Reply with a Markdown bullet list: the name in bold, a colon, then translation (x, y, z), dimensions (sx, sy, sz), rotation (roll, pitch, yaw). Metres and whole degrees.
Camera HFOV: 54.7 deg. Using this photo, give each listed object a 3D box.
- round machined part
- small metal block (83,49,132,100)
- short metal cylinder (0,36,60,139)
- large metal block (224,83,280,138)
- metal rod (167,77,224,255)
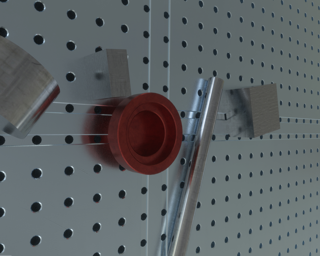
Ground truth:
- **round machined part**: translation (-0.022, 0.007, 0.382), dimensions (0.099, 0.042, 0.097), rotation (0, 90, -40)
- **small metal block**: translation (-0.059, -0.058, 0.345), dimensions (0.025, 0.050, 0.050), rotation (-10, 97, -40)
- **short metal cylinder**: translation (-0.134, -0.034, 0.262), dimensions (0.080, 0.080, 0.050), rotation (45, 63, -31)
- **large metal block**: translation (0.158, -0.031, 0.529), dimensions (0.081, 0.050, 0.079), rotation (-13, 99, -40)
- **metal rod**: translation (0.052, 0.067, 0.455), dimensions (0.025, 0.025, 0.299), rotation (24, 75, -38)
